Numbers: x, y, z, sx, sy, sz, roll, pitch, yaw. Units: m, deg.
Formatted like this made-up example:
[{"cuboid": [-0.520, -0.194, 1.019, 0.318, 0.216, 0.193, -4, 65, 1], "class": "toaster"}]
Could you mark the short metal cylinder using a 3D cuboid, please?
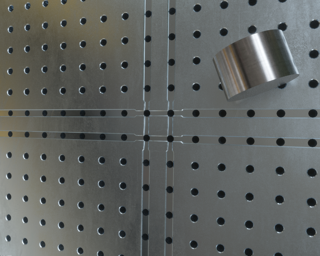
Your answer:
[{"cuboid": [0.105, -0.067, 0.346, 0.080, 0.080, 0.050, -20, 83, 19], "class": "short metal cylinder"}]
